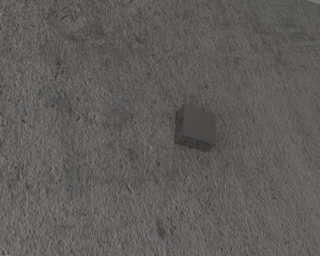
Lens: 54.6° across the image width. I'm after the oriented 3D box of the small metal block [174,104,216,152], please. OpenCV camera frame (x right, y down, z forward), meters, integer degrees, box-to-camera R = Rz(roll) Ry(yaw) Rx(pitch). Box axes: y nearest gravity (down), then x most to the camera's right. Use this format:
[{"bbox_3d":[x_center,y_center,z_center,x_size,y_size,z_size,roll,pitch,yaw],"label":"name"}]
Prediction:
[{"bbox_3d":[0.049,0.000,0.429,0.050,0.025,0.050,17,55,-19],"label":"small metal block"}]
